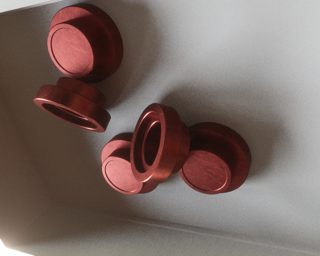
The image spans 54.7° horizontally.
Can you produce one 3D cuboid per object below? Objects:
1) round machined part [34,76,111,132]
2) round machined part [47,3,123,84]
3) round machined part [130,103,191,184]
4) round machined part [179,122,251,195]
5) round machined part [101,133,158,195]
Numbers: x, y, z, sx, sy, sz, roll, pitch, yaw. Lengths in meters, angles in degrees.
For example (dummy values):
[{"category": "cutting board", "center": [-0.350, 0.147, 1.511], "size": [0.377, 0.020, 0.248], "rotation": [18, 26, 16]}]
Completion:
[{"category": "round machined part", "center": [-0.111, -0.033, 0.413], "size": [0.098, 0.042, 0.098], "rotation": [19, 165, 6]}, {"category": "round machined part", "center": [-0.099, -0.101, 0.386], "size": [0.098, 0.042, 0.097], "rotation": [13, 124, 20]}, {"category": "round machined part", "center": [0.002, 0.021, 0.385], "size": [0.042, 0.098, 0.097], "rotation": [13, 134, -26]}, {"category": "round machined part", "center": [0.062, 0.045, 0.392], "size": [0.098, 0.042, 0.097], "rotation": [13, 124, 20]}, {"category": "round machined part", "center": [-0.046, 0.059, 0.457], "size": [0.098, 0.042, 0.097], "rotation": [13, 124, 20]}]
